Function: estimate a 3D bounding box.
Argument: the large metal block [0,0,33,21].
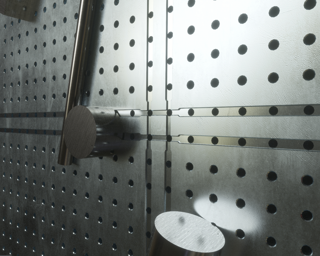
[{"bbox_3d":[-0.311,-0.279,0.651,0.080,0.050,0.079,32,110,35],"label":"large metal block"}]

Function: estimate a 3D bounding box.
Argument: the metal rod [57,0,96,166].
[{"bbox_3d":[-0.141,-0.082,0.525,0.025,0.025,0.298,18,101,38],"label":"metal rod"}]

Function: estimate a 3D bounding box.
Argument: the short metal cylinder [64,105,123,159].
[{"bbox_3d":[-0.104,0.006,0.479,0.080,0.050,0.080,0,90,40],"label":"short metal cylinder"}]

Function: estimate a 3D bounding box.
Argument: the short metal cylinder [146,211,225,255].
[{"bbox_3d":[0.027,0.137,0.351,0.080,0.081,0.050,23,105,37],"label":"short metal cylinder"}]
